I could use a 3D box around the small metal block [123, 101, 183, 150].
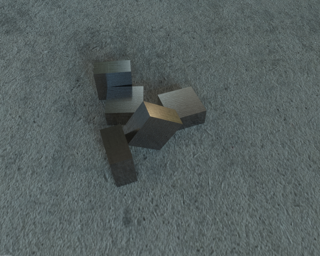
[{"bbox_3d":[-0.010,-0.001,0.375,0.050,0.050,0.025,12,39,-39],"label":"small metal block"}]

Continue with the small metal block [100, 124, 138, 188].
[{"bbox_3d":[-0.047,0.032,0.359,0.025,0.050,0.050,-17,52,-10],"label":"small metal block"}]

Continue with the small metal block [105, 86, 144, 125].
[{"bbox_3d":[-0.048,-0.031,0.429,0.050,0.025,0.050,-1,50,-1],"label":"small metal block"}]

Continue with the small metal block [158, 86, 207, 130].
[{"bbox_3d":[0.029,-0.026,0.425,0.050,0.025,0.050,-16,52,-13],"label":"small metal block"}]

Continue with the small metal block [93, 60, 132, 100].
[{"bbox_3d":[-0.065,-0.068,0.443,0.050,0.050,0.025,-5,50,-4],"label":"small metal block"}]
